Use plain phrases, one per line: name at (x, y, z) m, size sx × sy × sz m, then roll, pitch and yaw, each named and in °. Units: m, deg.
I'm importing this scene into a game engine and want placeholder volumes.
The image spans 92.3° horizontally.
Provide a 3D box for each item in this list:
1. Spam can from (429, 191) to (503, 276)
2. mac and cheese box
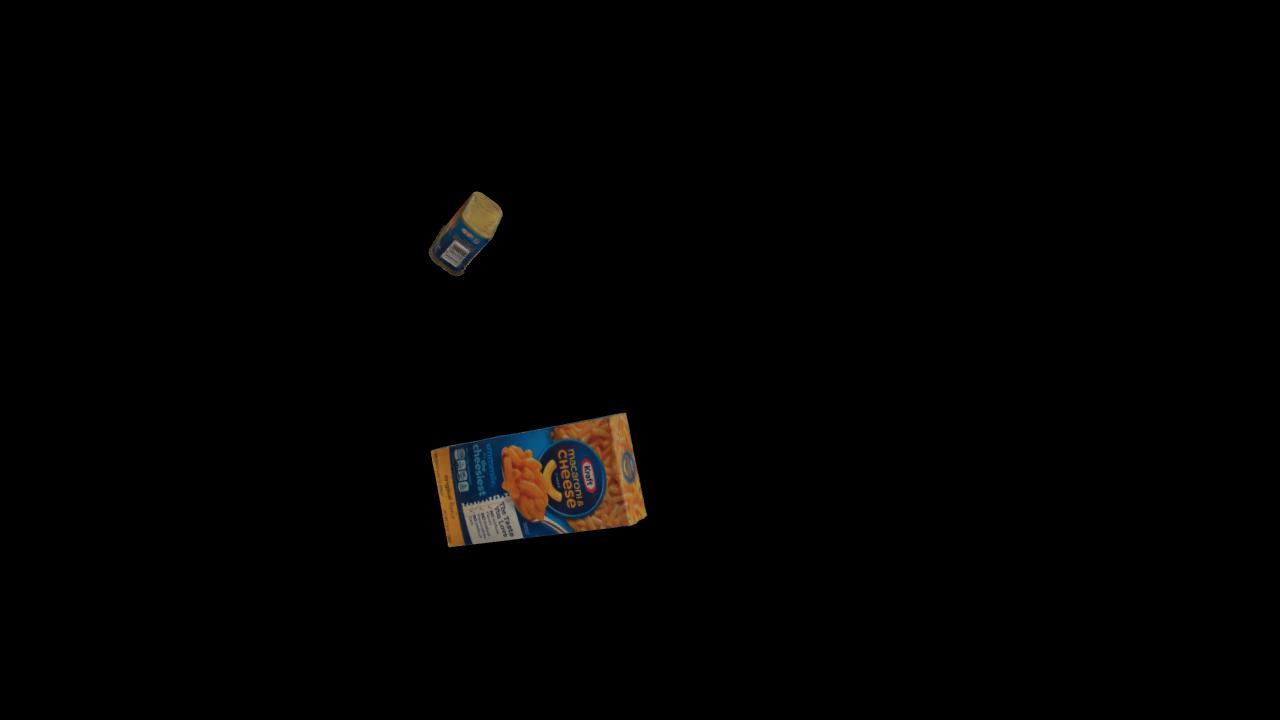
Spam can at (-0.250, -0.185, 0.893) m, size 0.058 × 0.101 × 0.085 m, roll 37°, pitch -57°, yaw -26°
mac and cheese box at (-0.092, 0.107, 0.541) m, size 0.184 × 0.093 × 0.041 m, roll -13°, pitch -6°, yaw 21°
